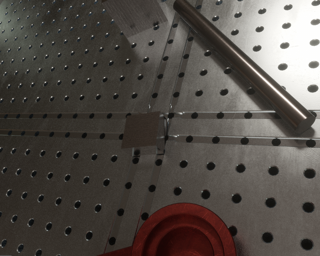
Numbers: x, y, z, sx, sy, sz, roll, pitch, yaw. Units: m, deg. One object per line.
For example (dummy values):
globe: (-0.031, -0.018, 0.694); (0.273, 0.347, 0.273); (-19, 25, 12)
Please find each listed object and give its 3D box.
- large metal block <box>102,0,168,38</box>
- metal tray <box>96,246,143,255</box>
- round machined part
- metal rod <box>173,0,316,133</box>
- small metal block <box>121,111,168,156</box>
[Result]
large metal block: (-0.042, -0.211, 0.522); (0.080, 0.080, 0.050); (-18, 55, 17)
metal tray: (-0.048, 0.195, 0.308); (0.090, 0.030, 0.130); (-21, 54, 15)
round machined part: (0.025, 0.126, 0.300); (0.098, 0.042, 0.098); (-8, 57, 13)
metal rod: (0.094, -0.104, 0.421); (0.025, 0.025, 0.300); (-35, 51, 5)
small metal block: (-0.020, 0.008, 0.412); (0.050, 0.025, 0.050); (-7, 59, 24)
